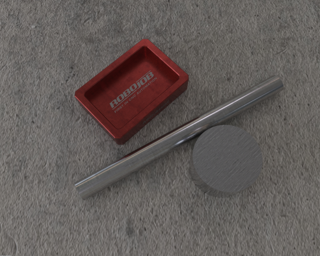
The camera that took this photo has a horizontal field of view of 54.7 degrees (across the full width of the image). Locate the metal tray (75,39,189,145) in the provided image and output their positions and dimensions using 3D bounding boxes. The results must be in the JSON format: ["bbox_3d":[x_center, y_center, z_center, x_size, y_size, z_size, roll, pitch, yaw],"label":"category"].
[{"bbox_3d":[-0.036,-0.052,0.424,0.130,0.030,0.090,-42,75,-14],"label":"metal tray"}]

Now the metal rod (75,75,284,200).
[{"bbox_3d":[0.033,0.008,0.405,0.302,0.025,0.025,-28,73,-10],"label":"metal rod"}]

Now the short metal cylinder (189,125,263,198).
[{"bbox_3d":[0.078,0.042,0.380,0.081,0.050,0.080,0,70,0],"label":"short metal cylinder"}]
